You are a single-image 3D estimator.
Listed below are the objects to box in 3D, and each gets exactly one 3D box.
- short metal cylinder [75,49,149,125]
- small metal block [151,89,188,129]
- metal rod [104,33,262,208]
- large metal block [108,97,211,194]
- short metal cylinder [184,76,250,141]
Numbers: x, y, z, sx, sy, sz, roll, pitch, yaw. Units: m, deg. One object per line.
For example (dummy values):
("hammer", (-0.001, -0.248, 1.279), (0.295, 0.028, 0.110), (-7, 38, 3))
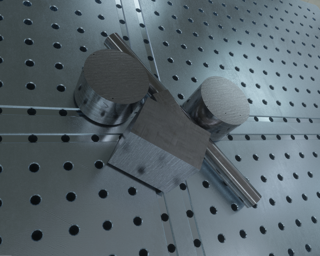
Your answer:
("short metal cylinder", (-0.060, -0.051, 0.386), (0.081, 0.050, 0.080), (14, 56, -21))
("small metal block", (0.003, -0.013, 0.396), (0.025, 0.050, 0.050), (-23, 75, -36))
("metal rod", (0.027, -0.015, 0.427), (0.300, 0.025, 0.025), (49, 51, 6))
("large metal block", (-0.002, 0.023, 0.352), (0.080, 0.080, 0.050), (30, 53, -9))
("short metal cylinder", (0.081, -0.028, 0.448), (0.081, 0.050, 0.080), (14, 56, -21))
